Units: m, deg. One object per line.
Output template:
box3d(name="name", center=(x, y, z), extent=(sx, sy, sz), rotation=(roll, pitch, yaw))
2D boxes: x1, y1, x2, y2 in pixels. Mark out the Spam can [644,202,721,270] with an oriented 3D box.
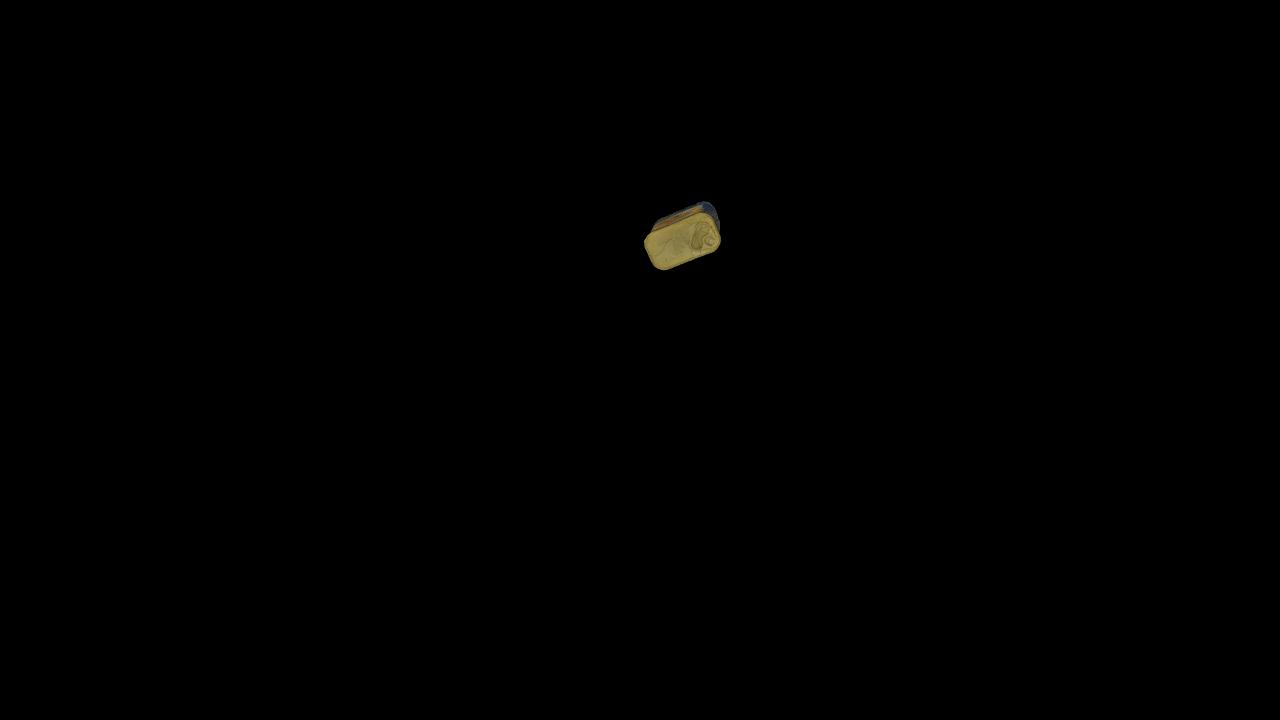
box3d(name="Spam can", center=(0.062, -0.178, 0.868), extent=(0.101, 0.058, 0.085), rotation=(-19, 23, 17))
